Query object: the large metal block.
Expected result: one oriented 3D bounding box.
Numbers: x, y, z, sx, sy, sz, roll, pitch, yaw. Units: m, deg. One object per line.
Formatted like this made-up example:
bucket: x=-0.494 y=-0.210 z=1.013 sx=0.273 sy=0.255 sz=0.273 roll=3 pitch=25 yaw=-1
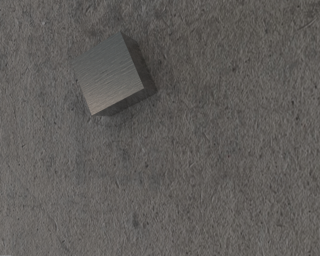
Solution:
large metal block: x=-0.060 y=-0.069 z=0.418 sx=0.080 sy=0.050 sz=0.080 roll=-25 pitch=82 yaw=18
